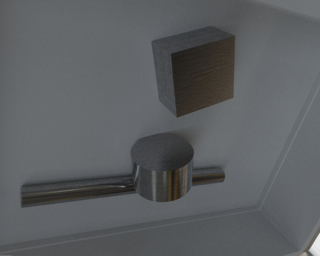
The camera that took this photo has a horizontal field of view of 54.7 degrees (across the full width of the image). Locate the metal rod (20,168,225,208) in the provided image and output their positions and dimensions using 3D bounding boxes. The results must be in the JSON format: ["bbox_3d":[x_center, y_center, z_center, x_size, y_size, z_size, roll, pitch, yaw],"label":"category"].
[{"bbox_3d":[-0.033,0.081,0.441,0.303,0.025,0.025,-1,119,-28],"label":"metal rod"}]

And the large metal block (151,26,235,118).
[{"bbox_3d":[0.041,-0.069,0.374,0.081,0.050,0.079,-20,126,-17],"label":"large metal block"}]

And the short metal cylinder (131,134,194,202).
[{"bbox_3d":[0.003,0.051,0.408,0.081,0.080,0.050,-14,125,-21],"label":"short metal cylinder"}]
